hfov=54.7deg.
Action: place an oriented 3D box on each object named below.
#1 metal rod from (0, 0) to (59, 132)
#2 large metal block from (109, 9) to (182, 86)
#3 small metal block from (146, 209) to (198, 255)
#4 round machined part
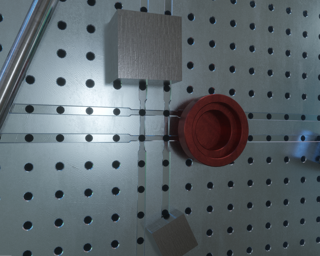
[{"bbox_3d":[-0.157,-0.087,0.354,0.025,0.025,0.299,23,82,-19],"label":"metal rod"},{"bbox_3d":[-0.019,-0.098,0.393,0.081,0.050,0.079,-1,90,-20],"label":"large metal block"},{"bbox_3d":[0.016,0.147,0.420,0.050,0.025,0.050,-27,99,-18],"label":"small metal block"},{"bbox_3d":[0.070,0.003,0.431,0.099,0.042,0.097,0,90,-21],"label":"round machined part"}]
